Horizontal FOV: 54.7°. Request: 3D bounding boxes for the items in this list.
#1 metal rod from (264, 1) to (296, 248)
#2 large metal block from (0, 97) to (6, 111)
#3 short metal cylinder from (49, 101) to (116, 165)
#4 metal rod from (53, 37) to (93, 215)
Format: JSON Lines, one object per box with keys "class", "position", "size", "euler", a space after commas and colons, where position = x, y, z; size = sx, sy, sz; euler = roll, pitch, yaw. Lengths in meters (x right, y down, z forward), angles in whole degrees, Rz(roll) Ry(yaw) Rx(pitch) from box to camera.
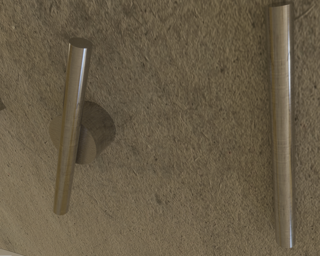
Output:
{"class": "metal rod", "position": [0.137, 0.019, 0.345], "size": [0.025, 0.025, 0.298], "euler": [2, 120, 27]}
{"class": "large metal block", "position": [-0.329, -0.035, 0.523], "size": [0.080, 0.080, 0.050], "euler": [-5, 116, 30]}
{"class": "short metal cylinder", "position": [-0.113, 0.006, 0.454], "size": [0.080, 0.050, 0.079], "euler": [13, 124, 21]}
{"class": "metal rod", "position": [-0.124, 0.021, 0.420], "size": [0.025, 0.025, 0.298], "euler": [28, 128, 11]}
